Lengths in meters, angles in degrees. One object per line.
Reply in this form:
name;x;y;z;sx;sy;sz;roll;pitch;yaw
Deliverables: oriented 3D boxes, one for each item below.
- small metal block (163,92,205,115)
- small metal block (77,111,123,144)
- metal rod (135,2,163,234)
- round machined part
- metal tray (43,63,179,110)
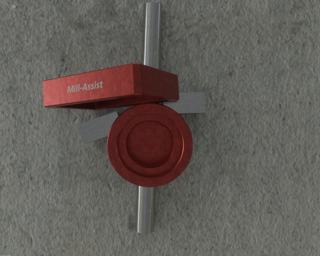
small metal block;0.029;-0.030;0.399;0.050;0.050;0.025;-2;90;-1
small metal block;-0.072;-0.001;0.398;0.050;0.050;0.025;-19;90;0
metal rod;-0.015;-0.013;0.411;0.025;0.025;0.298;2;90;-1
round machined part;-0.012;0.018;0.375;0.099;0.042;0.097;0;93;-3
metal tray;-0.055;-0.042;0.355;0.130;0.090;0.030;-4;89;29
